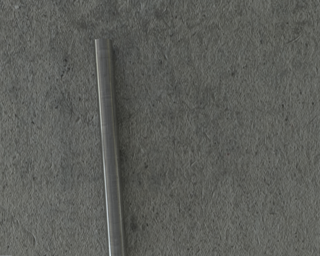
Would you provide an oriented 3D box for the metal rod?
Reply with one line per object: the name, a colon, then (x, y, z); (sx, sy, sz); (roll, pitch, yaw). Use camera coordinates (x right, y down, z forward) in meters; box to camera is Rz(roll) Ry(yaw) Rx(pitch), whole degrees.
metal rod: (-0.065, 0.034, 0.409); (0.025, 0.025, 0.298); (-4, 90, 0)
